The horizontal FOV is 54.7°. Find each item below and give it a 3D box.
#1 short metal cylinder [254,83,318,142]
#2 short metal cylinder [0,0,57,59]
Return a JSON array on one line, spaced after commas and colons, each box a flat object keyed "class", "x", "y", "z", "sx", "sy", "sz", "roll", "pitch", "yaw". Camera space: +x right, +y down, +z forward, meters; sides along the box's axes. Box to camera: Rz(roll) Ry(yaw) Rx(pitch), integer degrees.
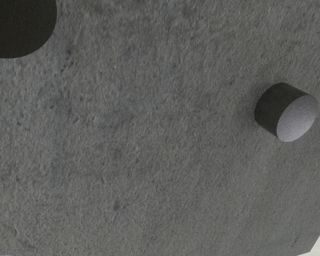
[{"class": "short metal cylinder", "x": 0.197, "y": -0.025, "z": 0.486, "sx": 0.081, "sy": 0.050, "sz": 0.079, "roll": -14, "pitch": 125, "yaw": -21}, {"class": "short metal cylinder", "x": -0.131, "y": -0.104, "z": 0.255, "sx": 0.081, "sy": 0.050, "sz": 0.079, "roll": -14, "pitch": 125, "yaw": -21}]
